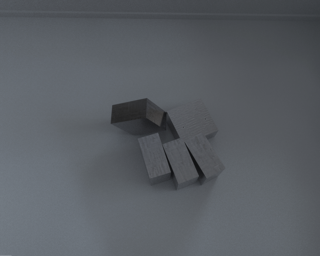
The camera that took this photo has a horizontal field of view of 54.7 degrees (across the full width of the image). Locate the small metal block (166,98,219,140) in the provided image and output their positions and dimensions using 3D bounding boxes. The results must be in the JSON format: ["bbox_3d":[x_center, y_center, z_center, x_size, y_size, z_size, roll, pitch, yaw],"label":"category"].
[{"bbox_3d":[0.041,-0.005,0.410,0.050,0.025,0.050,-22,72,-12],"label":"small metal block"}]

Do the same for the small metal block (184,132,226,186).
[{"bbox_3d":[0.052,0.039,0.382,0.025,0.050,0.050,-27,73,-9],"label":"small metal block"}]

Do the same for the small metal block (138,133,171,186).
[{"bbox_3d":[-0.007,0.040,0.382,0.025,0.050,0.050,-16,71,-6],"label":"small metal block"}]

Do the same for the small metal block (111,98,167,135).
[{"bbox_3d":[-0.026,-0.013,0.391,0.050,0.050,0.025,-9,68,27],"label":"small metal block"}]

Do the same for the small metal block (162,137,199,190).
[{"bbox_3d":[0.024,0.045,0.380,0.025,0.050,0.050,-20,71,-7],"label":"small metal block"}]
